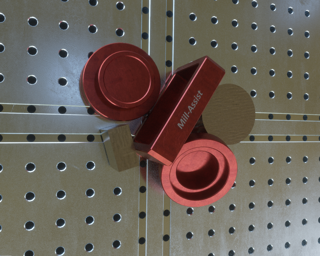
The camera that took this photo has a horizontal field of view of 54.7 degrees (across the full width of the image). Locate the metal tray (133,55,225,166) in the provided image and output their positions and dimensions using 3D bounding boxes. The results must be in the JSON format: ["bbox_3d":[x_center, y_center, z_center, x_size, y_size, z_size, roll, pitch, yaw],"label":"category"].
[{"bbox_3d":[0.017,-0.021,0.380,0.030,0.090,0.130,35,79,-17],"label":"metal tray"}]

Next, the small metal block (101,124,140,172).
[{"bbox_3d":[-0.050,0.023,0.377,0.025,0.050,0.050,-16,96,-19],"label":"small metal block"}]

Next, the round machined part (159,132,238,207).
[{"bbox_3d":[0.047,0.050,0.405,0.099,0.042,0.097,-3,111,-8],"label":"round machined part"}]

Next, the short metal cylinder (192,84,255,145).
[{"bbox_3d":[0.082,-0.018,0.425,0.081,0.050,0.079,0,90,-20],"label":"short metal cylinder"}]

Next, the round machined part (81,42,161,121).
[{"bbox_3d":[-0.045,-0.057,0.382,0.099,0.042,0.097,0,90,-20],"label":"round machined part"}]
